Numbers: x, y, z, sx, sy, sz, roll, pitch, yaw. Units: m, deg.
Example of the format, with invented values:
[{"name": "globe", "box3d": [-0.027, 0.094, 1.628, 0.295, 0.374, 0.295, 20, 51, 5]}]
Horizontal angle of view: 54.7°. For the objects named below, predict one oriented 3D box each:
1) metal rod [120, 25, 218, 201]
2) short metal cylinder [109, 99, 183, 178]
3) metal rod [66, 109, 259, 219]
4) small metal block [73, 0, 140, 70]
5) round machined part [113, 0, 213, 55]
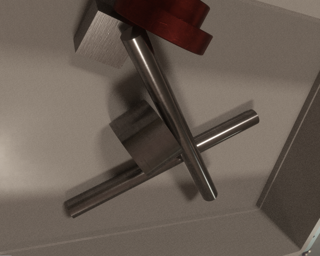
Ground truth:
[{"name": "metal rod", "box3d": [0.027, 0.008, 0.391, 0.025, 0.025, 0.299, -34, 133, -6]}, {"name": "short metal cylinder", "box3d": [-0.017, 0.012, 0.373, 0.050, 0.080, 0.080, -36, 130, -4]}, {"name": "metal rod", "box3d": [0.013, 0.046, 0.445, 0.302, 0.025, 0.025, -26, 128, -13]}, {"name": "small metal block", "box3d": [-0.053, -0.093, 0.314, 0.050, 0.025, 0.050, 15, 130, -35]}, {"name": "round machined part", "box3d": [0.008, -0.112, 0.297, 0.099, 0.098, 0.042, 15, 113, -35]}]
